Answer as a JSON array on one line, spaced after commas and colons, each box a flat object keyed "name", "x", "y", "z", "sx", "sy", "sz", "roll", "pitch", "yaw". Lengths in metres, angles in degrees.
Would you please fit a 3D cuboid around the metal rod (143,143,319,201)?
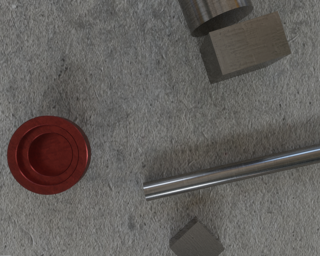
[{"name": "metal rod", "x": 0.128, "y": 0.052, "z": 0.411, "sx": 0.302, "sy": 0.025, "sz": 0.025, "roll": -12, "pitch": 90, "yaw": -1}]

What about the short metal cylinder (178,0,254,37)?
[{"name": "short metal cylinder", "x": 0.068, "y": -0.154, "z": 0.383, "sx": 0.080, "sy": 0.080, "sz": 0.050, "roll": -21, "pitch": 90, "yaw": 0}]

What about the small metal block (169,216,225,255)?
[{"name": "small metal block", "x": 0.048, "y": 0.155, "z": 0.411, "sx": 0.050, "sy": 0.025, "sz": 0.050, "roll": -43, "pitch": 91, "yaw": 0}]

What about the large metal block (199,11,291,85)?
[{"name": "large metal block", "x": 0.100, "y": -0.095, "z": 0.384, "sx": 0.080, "sy": 0.080, "sz": 0.050, "roll": -18, "pitch": 90, "yaw": 0}]

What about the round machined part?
[{"name": "round machined part", "x": -0.138, "y": 0.033, "z": 0.400, "sx": 0.099, "sy": 0.042, "sz": 0.097, "roll": 0, "pitch": 90, "yaw": -1}]
